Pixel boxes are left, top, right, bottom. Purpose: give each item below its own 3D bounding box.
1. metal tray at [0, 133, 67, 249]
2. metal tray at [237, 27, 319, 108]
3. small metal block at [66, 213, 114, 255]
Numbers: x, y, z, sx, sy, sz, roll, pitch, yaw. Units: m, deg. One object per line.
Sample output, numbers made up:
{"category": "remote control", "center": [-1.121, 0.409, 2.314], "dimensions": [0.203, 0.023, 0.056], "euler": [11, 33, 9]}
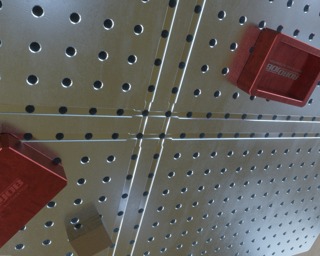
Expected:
{"category": "metal tray", "center": [-0.186, 0.079, 0.356], "dimensions": [0.130, 0.030, 0.090], "euler": [-44, 130, 2]}
{"category": "metal tray", "center": [0.186, -0.085, 0.459], "dimensions": [0.131, 0.030, 0.089], "euler": [8, 115, -32]}
{"category": "small metal block", "center": [-0.103, 0.160, 0.456], "dimensions": [0.050, 0.025, 0.050], "euler": [-24, 128, -14]}
